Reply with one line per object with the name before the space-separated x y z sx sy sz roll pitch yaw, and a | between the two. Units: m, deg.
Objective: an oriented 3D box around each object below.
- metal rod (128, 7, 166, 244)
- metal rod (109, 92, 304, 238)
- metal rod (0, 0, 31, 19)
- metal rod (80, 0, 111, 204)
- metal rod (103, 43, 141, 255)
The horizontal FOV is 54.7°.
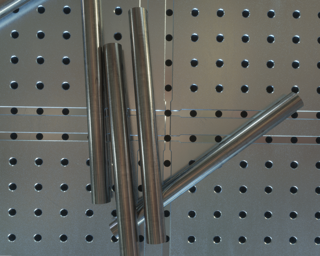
metal rod | -0.017 -0.008 0.398 0.025 0.025 0.298 -5 84 -1
metal rod | 0.062 0.050 0.414 0.301 0.025 0.025 -36 90 -1
metal rod | -0.173 -0.185 0.410 0.301 0.025 0.025 -32 90 -1
metal rod | -0.086 -0.050 0.412 0.025 0.025 0.298 -3 90 -1
metal rod | -0.049 0.039 0.396 0.025 0.025 0.298 -6 84 -1
